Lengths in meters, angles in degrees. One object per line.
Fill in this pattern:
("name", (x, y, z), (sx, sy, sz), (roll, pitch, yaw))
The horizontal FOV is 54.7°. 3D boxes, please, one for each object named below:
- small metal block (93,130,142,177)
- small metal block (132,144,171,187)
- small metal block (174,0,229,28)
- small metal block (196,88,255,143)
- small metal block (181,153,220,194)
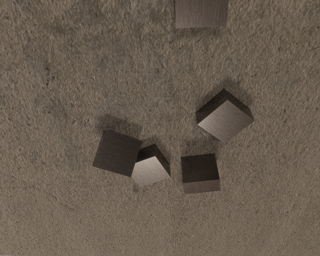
("small metal block", (-0.058, 0.034, 0.417), (0.050, 0.050, 0.025), (19, 171, -16))
("small metal block", (-0.018, 0.056, 0.455), (0.050, 0.025, 0.050), (-21, 128, 16))
("small metal block", (0.039, -0.127, 0.300), (0.050, 0.025, 0.050), (-2, 130, 1))
("small metal block", (0.082, -0.015, 0.396), (0.050, 0.025, 0.050), (33, 123, -25))
("small metal block", (0.058, 0.066, 0.448), (0.050, 0.050, 0.025), (-7, 130, 5))
